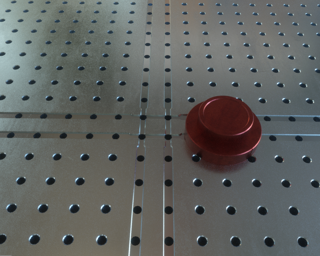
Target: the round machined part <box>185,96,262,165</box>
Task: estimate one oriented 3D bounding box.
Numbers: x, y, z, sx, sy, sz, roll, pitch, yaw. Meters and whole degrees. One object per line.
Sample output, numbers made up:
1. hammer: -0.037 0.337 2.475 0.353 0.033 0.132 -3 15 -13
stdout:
1. round machined part: 0.082 -0.004 0.401 0.099 0.042 0.098 0 50 0
